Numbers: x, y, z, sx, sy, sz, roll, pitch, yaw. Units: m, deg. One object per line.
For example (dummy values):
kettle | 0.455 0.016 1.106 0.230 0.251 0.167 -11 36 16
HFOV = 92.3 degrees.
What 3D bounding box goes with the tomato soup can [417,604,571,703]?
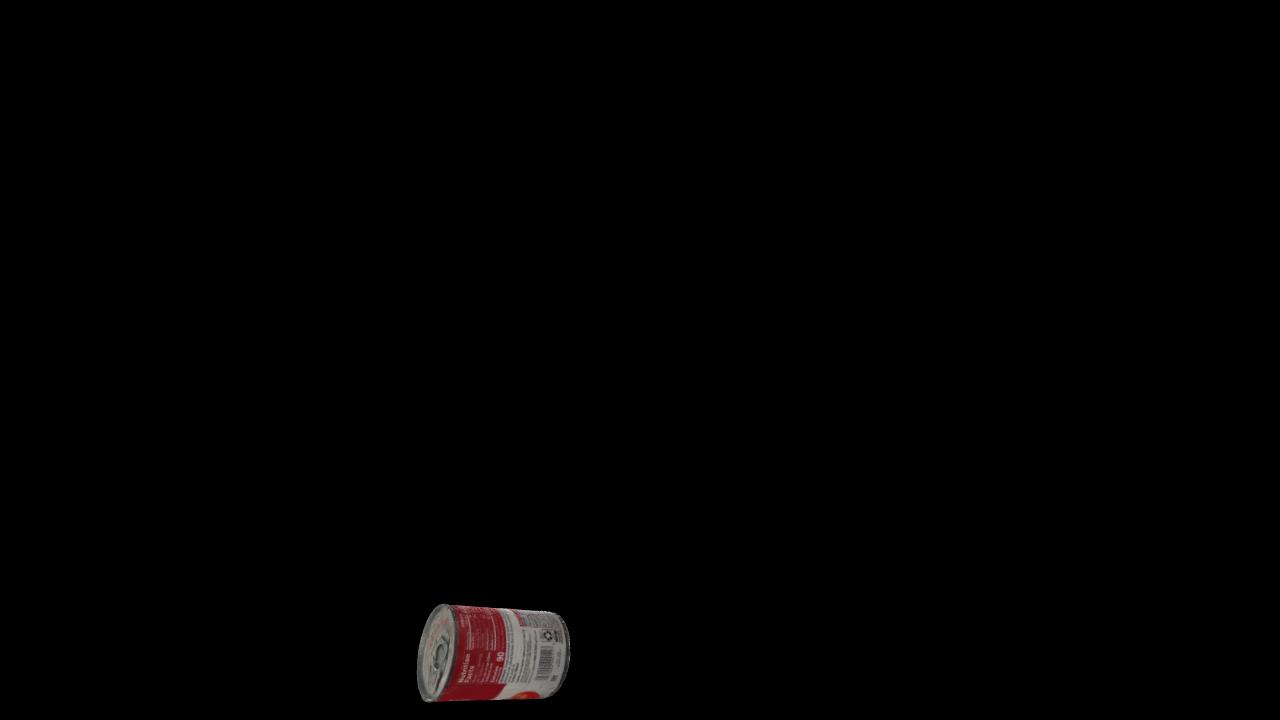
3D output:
tomato soup can | -0.115 0.232 0.489 0.101 0.068 0.068 20 -11 -34
